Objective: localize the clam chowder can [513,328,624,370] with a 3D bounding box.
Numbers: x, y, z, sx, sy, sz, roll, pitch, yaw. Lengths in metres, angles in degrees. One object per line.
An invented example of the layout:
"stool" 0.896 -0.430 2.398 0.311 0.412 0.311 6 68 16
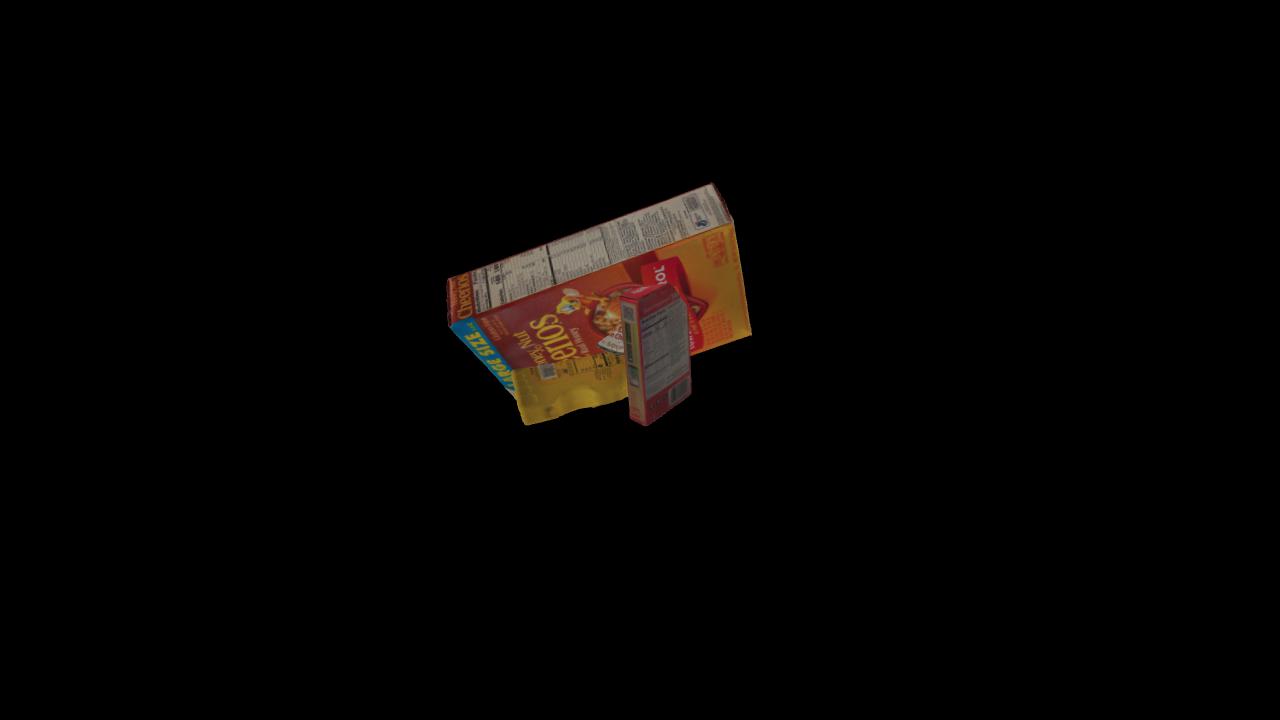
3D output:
"clam chowder can" -0.016 -0.064 0.691 0.068 0.102 0.068 21 26 -10

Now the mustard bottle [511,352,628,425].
"mustard bottle" -0.053 0.015 0.710 0.184 0.054 0.092 -14 36 -9

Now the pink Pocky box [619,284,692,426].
"pink Pocky box" 0.020 -0.013 0.670 0.029 0.155 0.084 20 38 36

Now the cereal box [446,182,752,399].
"cereal box" -0.034 -0.057 0.703 0.306 0.081 0.203 -19 -34 3
